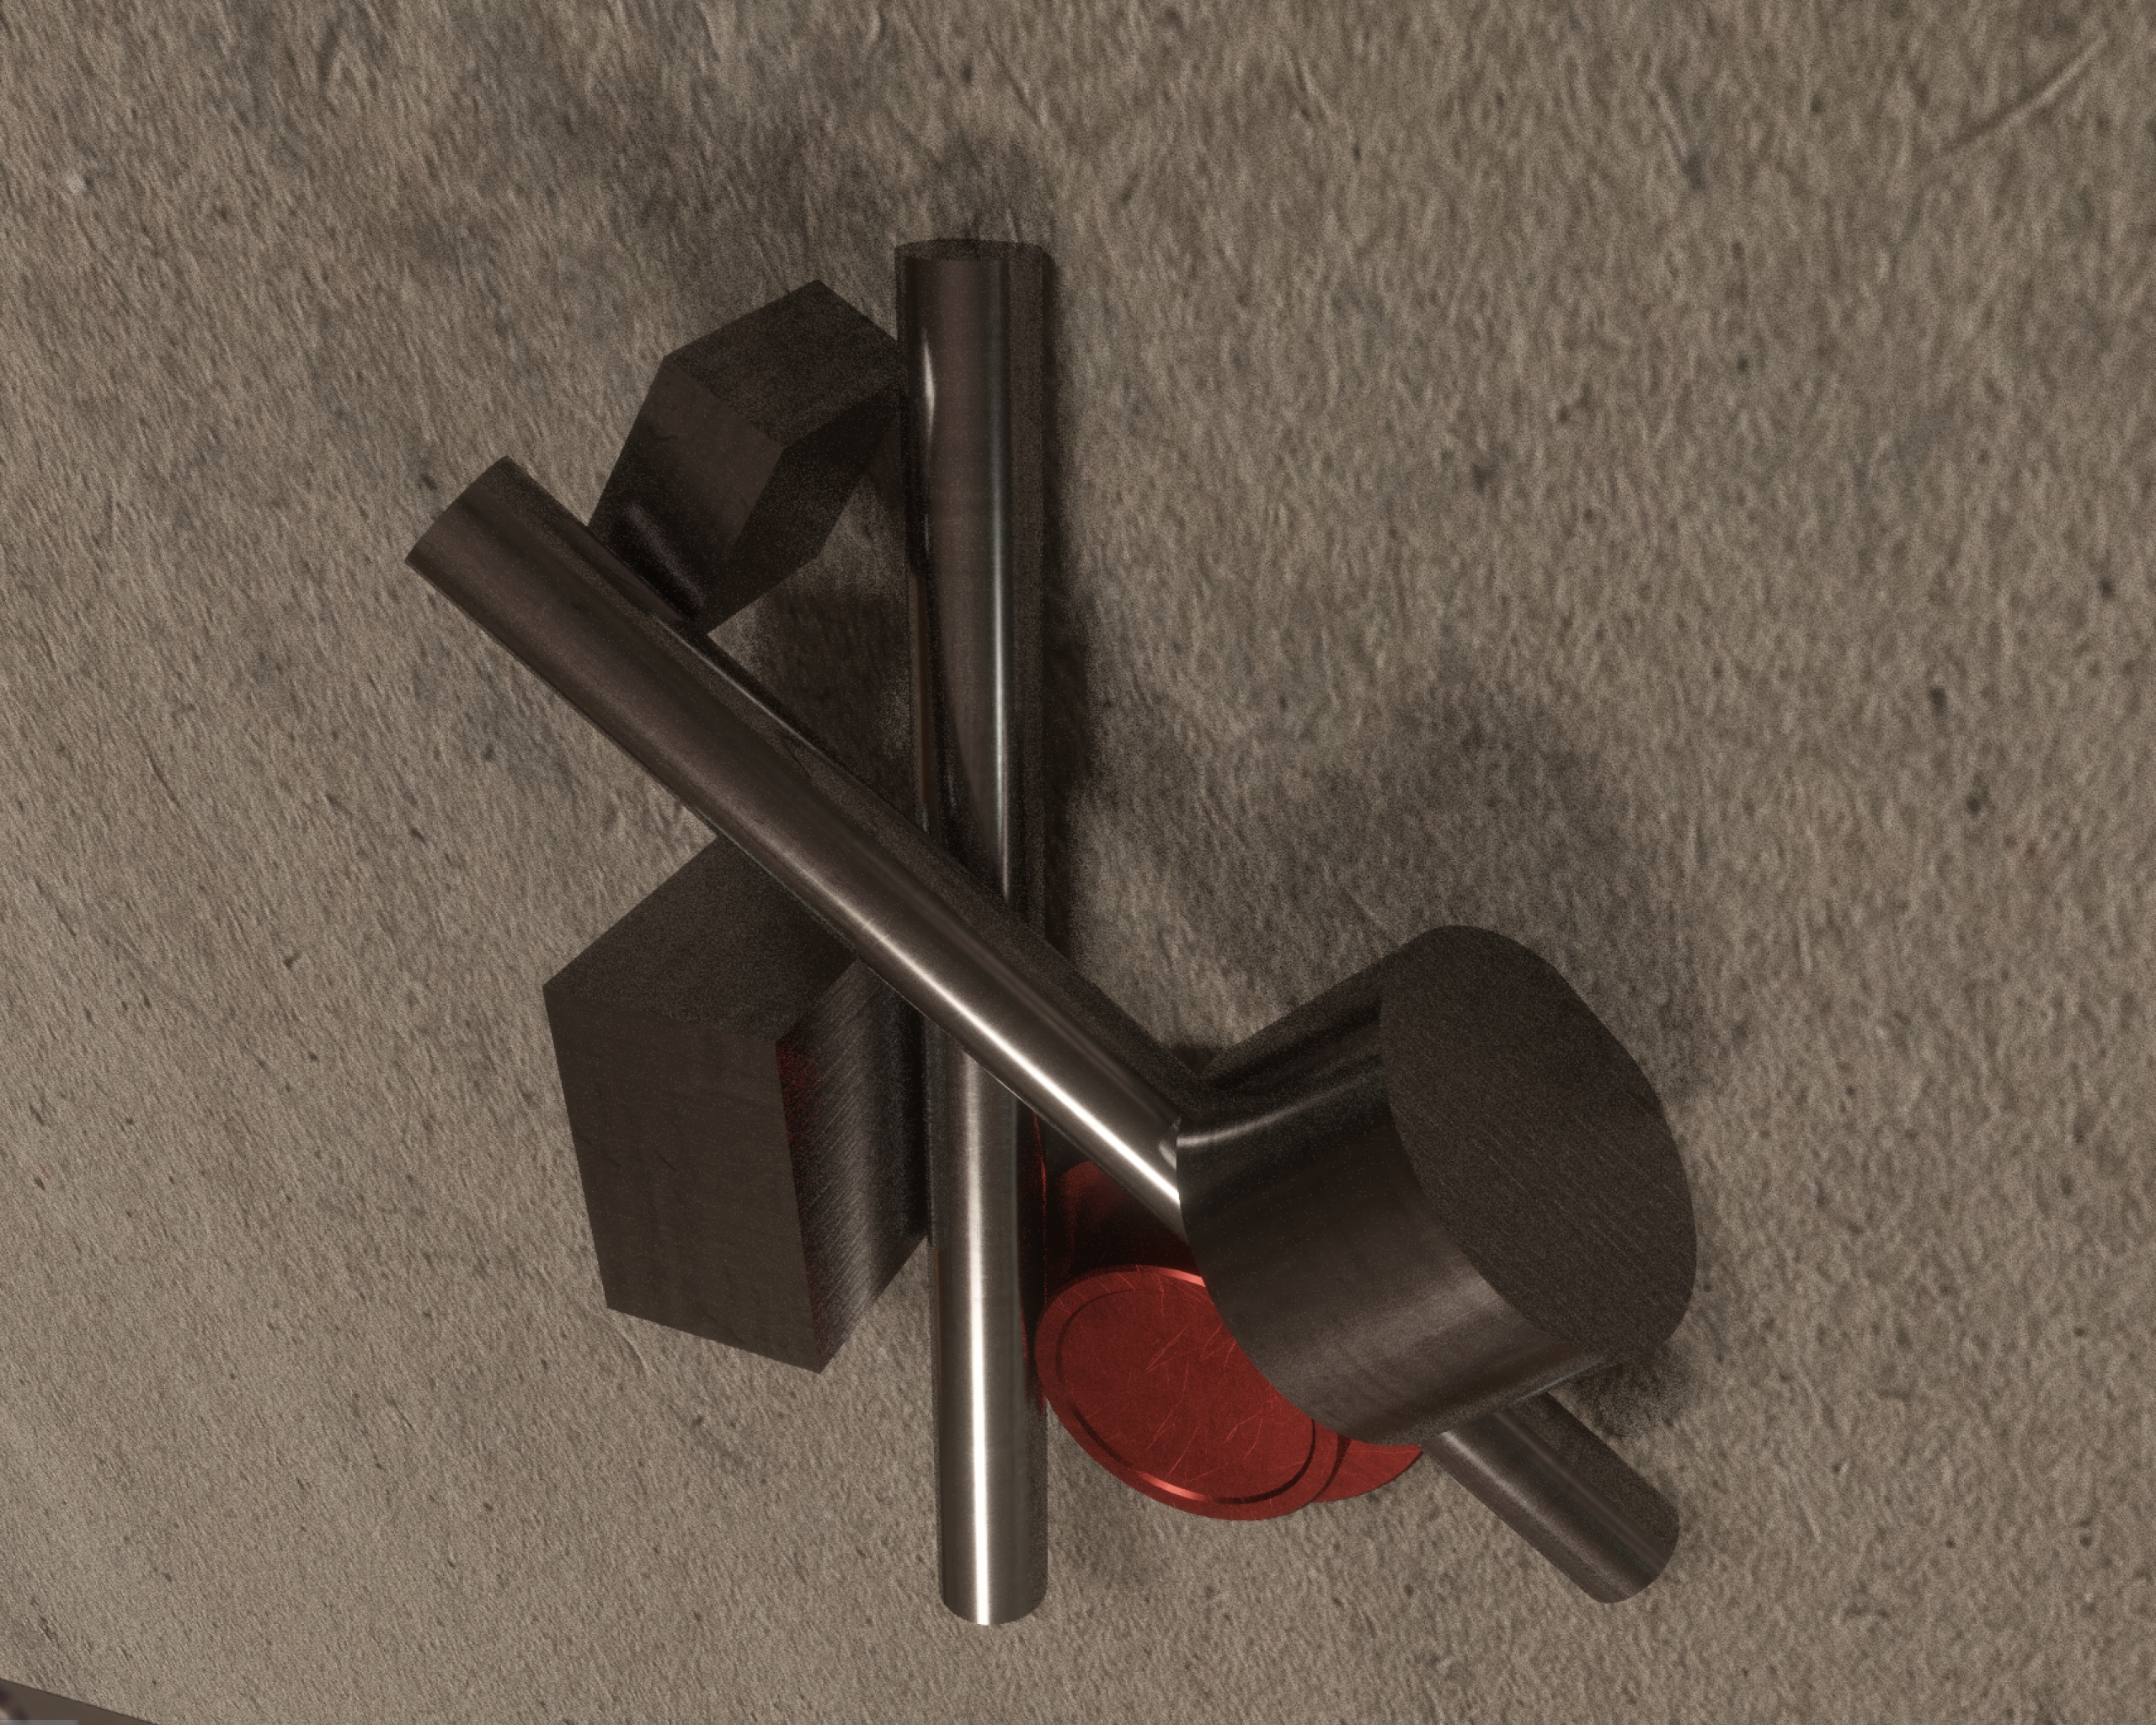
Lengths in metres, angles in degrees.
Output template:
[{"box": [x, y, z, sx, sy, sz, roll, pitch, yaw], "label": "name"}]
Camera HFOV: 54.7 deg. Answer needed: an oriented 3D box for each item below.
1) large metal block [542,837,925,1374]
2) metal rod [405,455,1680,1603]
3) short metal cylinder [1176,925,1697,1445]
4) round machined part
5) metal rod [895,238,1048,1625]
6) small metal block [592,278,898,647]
[{"box": [-0.058, 0.042, 0.428, 0.050, 0.080, 0.079, 11, 123, 22], "label": "large metal block"}, {"box": [0.003, 0.039, 0.385, 0.300, 0.025, 0.025, 43, 130, -13], "label": "metal rod"}, {"box": [0.065, 0.058, 0.374, 0.080, 0.080, 0.050, 49, 129, -6], "label": "short metal cylinder"}, {"box": [0.030, 0.100, 0.443, 0.098, 0.042, 0.097, 13, 124, 20], "label": "round machined part"}, {"box": [-0.019, 0.031, 0.416, 0.025, 0.025, 0.298, 11, 117, 22], "label": "metal rod"}, {"box": [-0.059, -0.072, 0.377, 0.025, 0.050, 0.050, 39, 129, 2], "label": "small metal block"}]
